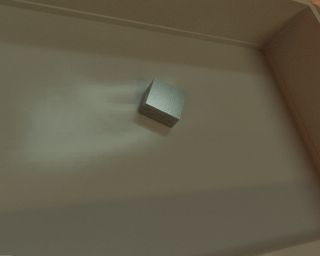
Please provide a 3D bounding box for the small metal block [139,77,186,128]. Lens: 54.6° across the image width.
[{"bbox_3d":[0.004,-0.035,0.429,0.050,0.025,0.050,25,53,-13],"label":"small metal block"}]
